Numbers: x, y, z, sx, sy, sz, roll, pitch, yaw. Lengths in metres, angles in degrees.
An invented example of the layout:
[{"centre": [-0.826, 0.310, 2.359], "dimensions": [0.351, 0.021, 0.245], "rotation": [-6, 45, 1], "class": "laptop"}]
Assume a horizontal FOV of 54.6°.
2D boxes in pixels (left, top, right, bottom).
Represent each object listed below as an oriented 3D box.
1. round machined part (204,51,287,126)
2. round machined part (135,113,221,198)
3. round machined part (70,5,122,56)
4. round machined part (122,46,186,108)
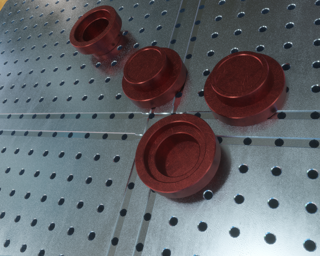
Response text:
[{"centre": [0.100, -0.055, 0.379], "dimensions": [0.098, 0.042, 0.098], "rotation": [-13, 56, 21], "class": "round machined part"}, {"centre": [0.024, 0.035, 0.364], "dimensions": [0.098, 0.042, 0.098], "rotation": [-13, 56, 21], "class": "round machined part"}, {"centre": [-0.111, -0.171, 0.562], "dimensions": [0.098, 0.042, 0.098], "rotation": [-13, 56, 21], "class": "round machined part"}, {"centre": [-0.014, -0.081, 0.456], "dimensions": [0.098, 0.042, 0.098], "rotation": [-13, 56, 21], "class": "round machined part"}]
